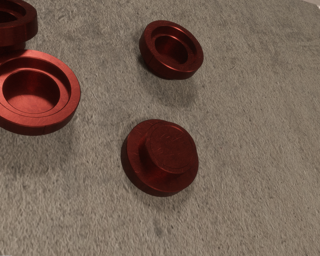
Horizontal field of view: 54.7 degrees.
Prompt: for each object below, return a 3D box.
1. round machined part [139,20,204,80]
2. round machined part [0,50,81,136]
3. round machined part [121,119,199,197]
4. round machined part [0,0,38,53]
[{"bbox_3d":[0.013,-0.112,0.470,0.099,0.042,0.098,14,56,-21],"label":"round machined part"},{"bbox_3d":[-0.141,-0.034,0.338,0.099,0.042,0.098,14,56,-21],"label":"round machined part"},{"bbox_3d":[0.006,0.031,0.379,0.099,0.042,0.098,14,56,-21],"label":"round machined part"},{"bbox_3d":[-0.189,-0.112,0.345,0.099,0.042,0.098,8,39,-6],"label":"round machined part"}]
